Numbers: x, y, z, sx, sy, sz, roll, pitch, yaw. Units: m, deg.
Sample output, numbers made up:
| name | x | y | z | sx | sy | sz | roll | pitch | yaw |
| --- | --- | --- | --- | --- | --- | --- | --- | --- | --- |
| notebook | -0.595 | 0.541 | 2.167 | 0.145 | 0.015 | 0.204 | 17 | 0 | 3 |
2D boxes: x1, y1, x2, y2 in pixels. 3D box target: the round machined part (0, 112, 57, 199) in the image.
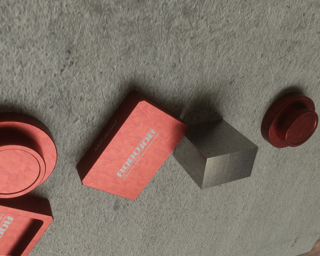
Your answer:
| name | x | y | z | sx | sy | sz | roll | pitch | yaw |
| --- | --- | --- | --- | --- | --- | --- | --- | --- | --- |
| round machined part | -0.161 | 0.036 | 0.331 | 0.099 | 0.042 | 0.097 | -14 | 125 | -21 |

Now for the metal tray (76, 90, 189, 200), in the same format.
| name | x | y | z | sx | sy | sz | roll | pitch | yaw |
| --- | --- | --- | --- | --- | --- | --- | --- | --- | --- |
| metal tray | -0.035 | 0.026 | 0.403 | 0.090 | 0.030 | 0.130 | 29 | 102 | -38 |

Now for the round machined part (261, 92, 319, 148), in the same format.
| name | x | y | z | sx | sy | sz | roll | pitch | yaw |
| --- | --- | --- | --- | --- | --- | --- | --- | --- | --- |
| round machined part | 0.222 | -0.007 | 0.516 | 0.099 | 0.042 | 0.097 | -14 | 125 | -21 |

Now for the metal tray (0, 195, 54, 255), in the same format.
| name | x | y | z | sx | sy | sz | roll | pitch | yaw |
| --- | --- | --- | --- | --- | --- | --- | --- | --- | --- |
| metal tray | -0.204 | 0.137 | 0.377 | 0.090 | 0.030 | 0.130 | 29 | 102 | -38 |

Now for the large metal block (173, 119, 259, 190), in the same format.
| name | x | y | z | sx | sy | sz | roll | pitch | yaw |
| --- | --- | --- | --- | --- | --- | --- | --- | --- | --- |
| large metal block | 0.075 | 0.033 | 0.435 | 0.081 | 0.080 | 0.050 | -9 | 123 | -24 |
